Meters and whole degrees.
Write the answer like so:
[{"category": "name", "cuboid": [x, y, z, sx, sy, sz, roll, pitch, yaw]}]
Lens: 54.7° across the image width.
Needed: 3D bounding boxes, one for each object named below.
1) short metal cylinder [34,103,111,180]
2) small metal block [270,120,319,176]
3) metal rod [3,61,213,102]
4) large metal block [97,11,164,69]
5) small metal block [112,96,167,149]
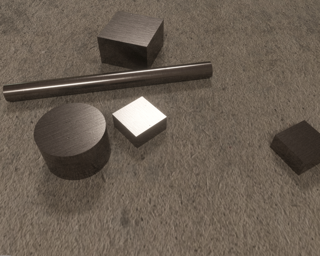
[{"category": "short metal cylinder", "cuboid": [-0.103, 0.015, 0.373, 0.081, 0.050, 0.080, 0, 50, 0]}, {"category": "small metal block", "cuboid": [0.176, 0.024, 0.386, 0.050, 0.025, 0.050, -24, 54, -19]}, {"category": "metal rod", "cuboid": [-0.071, -0.070, 0.461, 0.302, 0.025, 0.025, -8, 51, -7]}, {"category": "large metal block", "cuboid": [-0.045, -0.142, 0.506, 0.080, 0.050, 0.080, 15, 51, 11]}, {"category": "small metal block", "cuboid": [-0.027, -0.008, 0.410, 0.050, 0.025, 0.050, -34, 58, -25]}]
